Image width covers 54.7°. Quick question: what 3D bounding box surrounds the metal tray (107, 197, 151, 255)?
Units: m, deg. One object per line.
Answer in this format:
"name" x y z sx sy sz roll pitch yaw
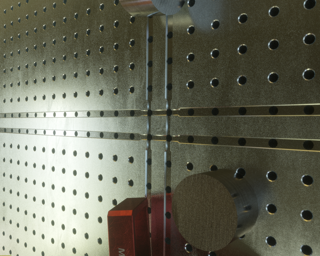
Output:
"metal tray" -0.035 0.161 0.394 0.030 0.090 0.129 -4 87 9

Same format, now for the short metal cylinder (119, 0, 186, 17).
"short metal cylinder" -0.009 -0.180 0.381 0.050 0.081 0.079 13 98 39

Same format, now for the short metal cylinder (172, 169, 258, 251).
"short metal cylinder" 0.060 0.088 0.343 0.080 0.050 0.079 0 90 40
